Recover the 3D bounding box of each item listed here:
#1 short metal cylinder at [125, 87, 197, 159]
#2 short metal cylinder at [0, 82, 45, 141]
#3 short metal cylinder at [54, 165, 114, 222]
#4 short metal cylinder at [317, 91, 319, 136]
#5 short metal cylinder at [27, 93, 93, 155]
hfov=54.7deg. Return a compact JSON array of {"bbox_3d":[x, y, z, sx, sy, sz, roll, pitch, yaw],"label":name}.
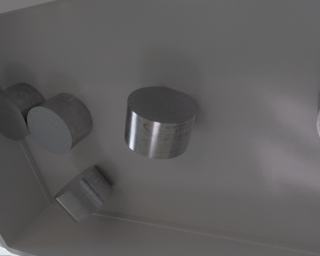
[{"bbox_3d":[0.000,-0.008,0.368,0.080,0.080,0.050,21,126,16],"label":"short metal cylinder"},{"bbox_3d":[-0.226,-0.027,0.496,0.080,0.050,0.079,13,124,21],"label":"short metal cylinder"},{"bbox_3d":[-0.123,0.106,0.503,0.080,0.080,0.050,-30,102,38],"label":"short metal cylinder"},{"bbox_3d":[0.189,-0.015,0.283,0.080,0.050,0.079,13,124,21],"label":"short metal cylinder"},{"bbox_3d":[-0.150,-0.007,0.468,0.080,0.050,0.079,13,124,21],"label":"short metal cylinder"}]
